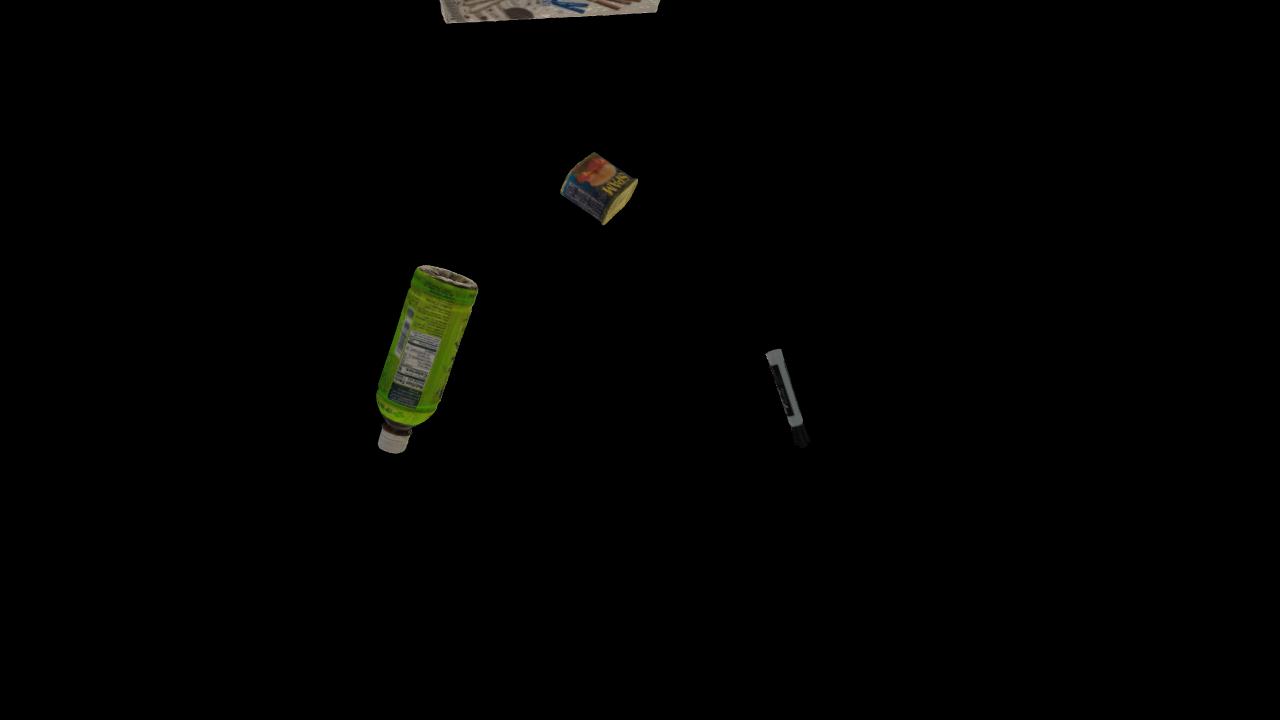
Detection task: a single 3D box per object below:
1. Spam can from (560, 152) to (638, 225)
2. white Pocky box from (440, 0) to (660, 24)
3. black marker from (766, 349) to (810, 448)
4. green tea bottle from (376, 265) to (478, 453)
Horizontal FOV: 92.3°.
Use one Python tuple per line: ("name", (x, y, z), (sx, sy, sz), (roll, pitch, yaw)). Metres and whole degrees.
("Spam can", (-0.065, -0.273, 0.975), (0.085, 0.058, 0.101), (34, 46, 1))
("white Pocky box", (-0.058, -0.261, 0.403), (0.154, 0.028, 0.084), (-9, -6, -9))
("black marker", (0.176, 0.046, 0.728), (0.020, 0.121, 0.020), (-18, 4, 1))
("green tea bottle", (-0.244, 0.004, 0.679), (0.073, 0.212, 0.073), (23, 10, -4))
